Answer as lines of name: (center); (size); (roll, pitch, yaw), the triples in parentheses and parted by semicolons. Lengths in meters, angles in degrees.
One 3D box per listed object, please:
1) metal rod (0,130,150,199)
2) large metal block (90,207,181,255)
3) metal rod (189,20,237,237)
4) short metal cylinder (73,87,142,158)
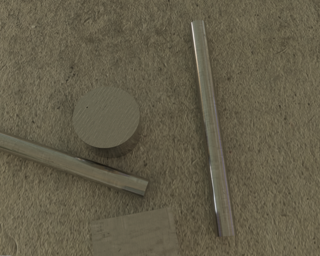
metal rod: (-0.160, 0.031, 0.395); (0.301, 0.025, 0.025); (17, 71, 6)
large metal block: (-0.024, 0.121, 0.334); (0.081, 0.080, 0.050); (-10, 71, -4)
metal rod: (0.067, -0.014, 0.413); (0.025, 0.025, 0.299); (-4, 70, -2)
short metal cylinder: (-0.065, -0.006, 0.396); (0.081, 0.050, 0.080); (0, 70, 0)
